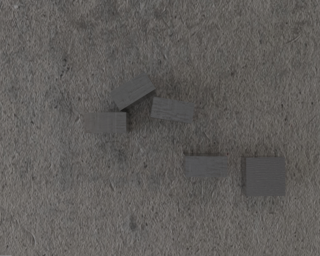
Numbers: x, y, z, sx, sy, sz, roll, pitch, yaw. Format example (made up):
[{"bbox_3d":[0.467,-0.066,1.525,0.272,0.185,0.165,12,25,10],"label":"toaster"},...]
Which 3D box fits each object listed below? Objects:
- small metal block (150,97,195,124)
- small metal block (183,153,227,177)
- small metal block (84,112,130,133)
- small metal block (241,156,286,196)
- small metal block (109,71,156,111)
[{"bbox_3d":[0.015,-0.022,0.397,0.050,0.050,0.025,9,90,0],"label":"small metal block"},{"bbox_3d":[0.056,0.046,0.398,0.050,0.050,0.025,0,90,0],"label":"small metal block"},{"bbox_3d":[-0.066,-0.006,0.397,0.050,0.050,0.025,0,90,0],"label":"small metal block"},{"bbox_3d":[0.136,0.063,0.411,0.050,0.025,0.050,-1,90,0],"label":"small metal block"},{"bbox_3d":[-0.033,-0.045,0.397,0.050,0.050,0.025,-32,90,0],"label":"small metal block"}]
